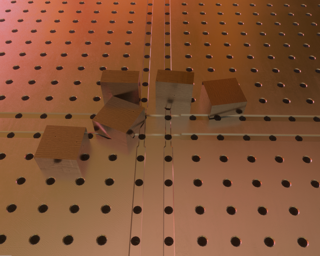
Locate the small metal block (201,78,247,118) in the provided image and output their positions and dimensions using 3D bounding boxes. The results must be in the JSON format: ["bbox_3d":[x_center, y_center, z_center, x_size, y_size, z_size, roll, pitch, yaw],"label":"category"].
[{"bbox_3d":[0.091,-0.044,0.446,0.050,0.025,0.050,-7,51,-7],"label":"small metal block"}]

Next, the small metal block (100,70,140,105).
[{"bbox_3d":[-0.054,-0.054,0.436,0.050,0.050,0.025,2,50,1],"label":"small metal block"}]

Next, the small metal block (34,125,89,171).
[{"bbox_3d":[-0.120,0.025,0.385,0.050,0.025,0.050,3,50,2],"label":"small metal block"}]

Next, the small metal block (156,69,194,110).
[{"bbox_3d":[0.020,-0.053,0.436,0.050,0.050,0.025,5,50,4],"label":"small metal block"}]

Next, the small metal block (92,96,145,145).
[{"bbox_3d":[-0.054,-0.011,0.416,0.050,0.025,0.050,21,53,16],"label":"small metal block"}]
